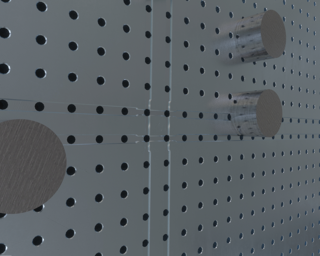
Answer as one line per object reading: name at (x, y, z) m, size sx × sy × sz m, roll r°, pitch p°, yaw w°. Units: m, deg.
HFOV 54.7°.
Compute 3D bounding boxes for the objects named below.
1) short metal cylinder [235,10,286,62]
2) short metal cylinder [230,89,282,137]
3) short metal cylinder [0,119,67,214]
short metal cylinder at (0.176, -0.158, 0.539) m, size 0.081 × 0.050 × 0.079 m, roll 0°, pitch 90°, yaw -40°
short metal cylinder at (0.166, -0.025, 0.531) m, size 0.081 × 0.050 × 0.079 m, roll 0°, pitch 90°, yaw -40°
short metal cylinder at (-0.134, 0.032, 0.281) m, size 0.081 × 0.050 × 0.079 m, roll 0°, pitch 90°, yaw -40°
